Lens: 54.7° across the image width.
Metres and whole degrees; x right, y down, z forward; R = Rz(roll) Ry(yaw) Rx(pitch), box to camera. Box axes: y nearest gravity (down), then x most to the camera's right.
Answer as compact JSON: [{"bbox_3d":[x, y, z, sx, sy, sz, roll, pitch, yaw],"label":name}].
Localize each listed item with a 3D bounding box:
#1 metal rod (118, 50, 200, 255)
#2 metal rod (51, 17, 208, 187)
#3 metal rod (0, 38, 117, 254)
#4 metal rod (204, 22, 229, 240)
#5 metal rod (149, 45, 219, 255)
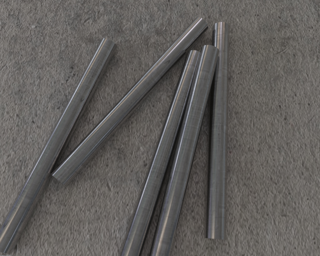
[{"bbox_3d":[0.006,0.029,0.397,0.025,0.025,0.299,17,71,6],"label":"metal rod"},{"bbox_3d":[-0.031,-0.046,0.424,0.025,0.025,0.301,37,74,12],"label":"metal rod"},{"bbox_3d":[-0.128,0.009,0.403,0.025,0.025,0.300,20,71,7],"label":"metal rod"},{"bbox_3d":[0.078,-0.011,0.412,0.025,0.025,0.299,5,70,2],"label":"metal rod"},{"bbox_3d":[0.031,0.032,0.386,0.025,0.025,0.299,14,74,5],"label":"metal rod"}]
